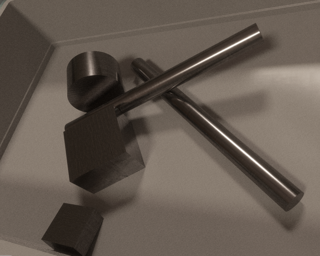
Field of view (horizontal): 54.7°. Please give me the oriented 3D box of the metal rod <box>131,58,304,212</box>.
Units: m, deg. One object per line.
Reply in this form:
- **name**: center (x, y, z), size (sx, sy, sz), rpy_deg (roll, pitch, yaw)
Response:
- **metal rod**: center (0.047, -0.014, 0.388), size (0.025, 0.025, 0.300), rpy_deg (-43, 51, -2)

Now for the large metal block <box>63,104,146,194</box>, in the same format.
- **large metal block**: center (-0.075, 0.028, 0.410), size (0.080, 0.050, 0.080), rpy_deg (-28, 52, 10)

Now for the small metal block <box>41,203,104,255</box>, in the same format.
- **small metal block**: center (-0.105, 0.122, 0.376), size (0.050, 0.025, 0.050), rpy_deg (1, 46, 28)

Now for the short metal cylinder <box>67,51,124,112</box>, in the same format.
- **short metal cylinder**: center (-0.096, -0.066, 0.460), size (0.080, 0.080, 0.050), rpy_deg (-24, 53, 13)

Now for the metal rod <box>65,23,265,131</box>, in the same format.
- **metal rod**: center (-0.011, -0.052, 0.411), size (0.300, 0.025, 0.025), rpy_deg (-24, 53, 24)
